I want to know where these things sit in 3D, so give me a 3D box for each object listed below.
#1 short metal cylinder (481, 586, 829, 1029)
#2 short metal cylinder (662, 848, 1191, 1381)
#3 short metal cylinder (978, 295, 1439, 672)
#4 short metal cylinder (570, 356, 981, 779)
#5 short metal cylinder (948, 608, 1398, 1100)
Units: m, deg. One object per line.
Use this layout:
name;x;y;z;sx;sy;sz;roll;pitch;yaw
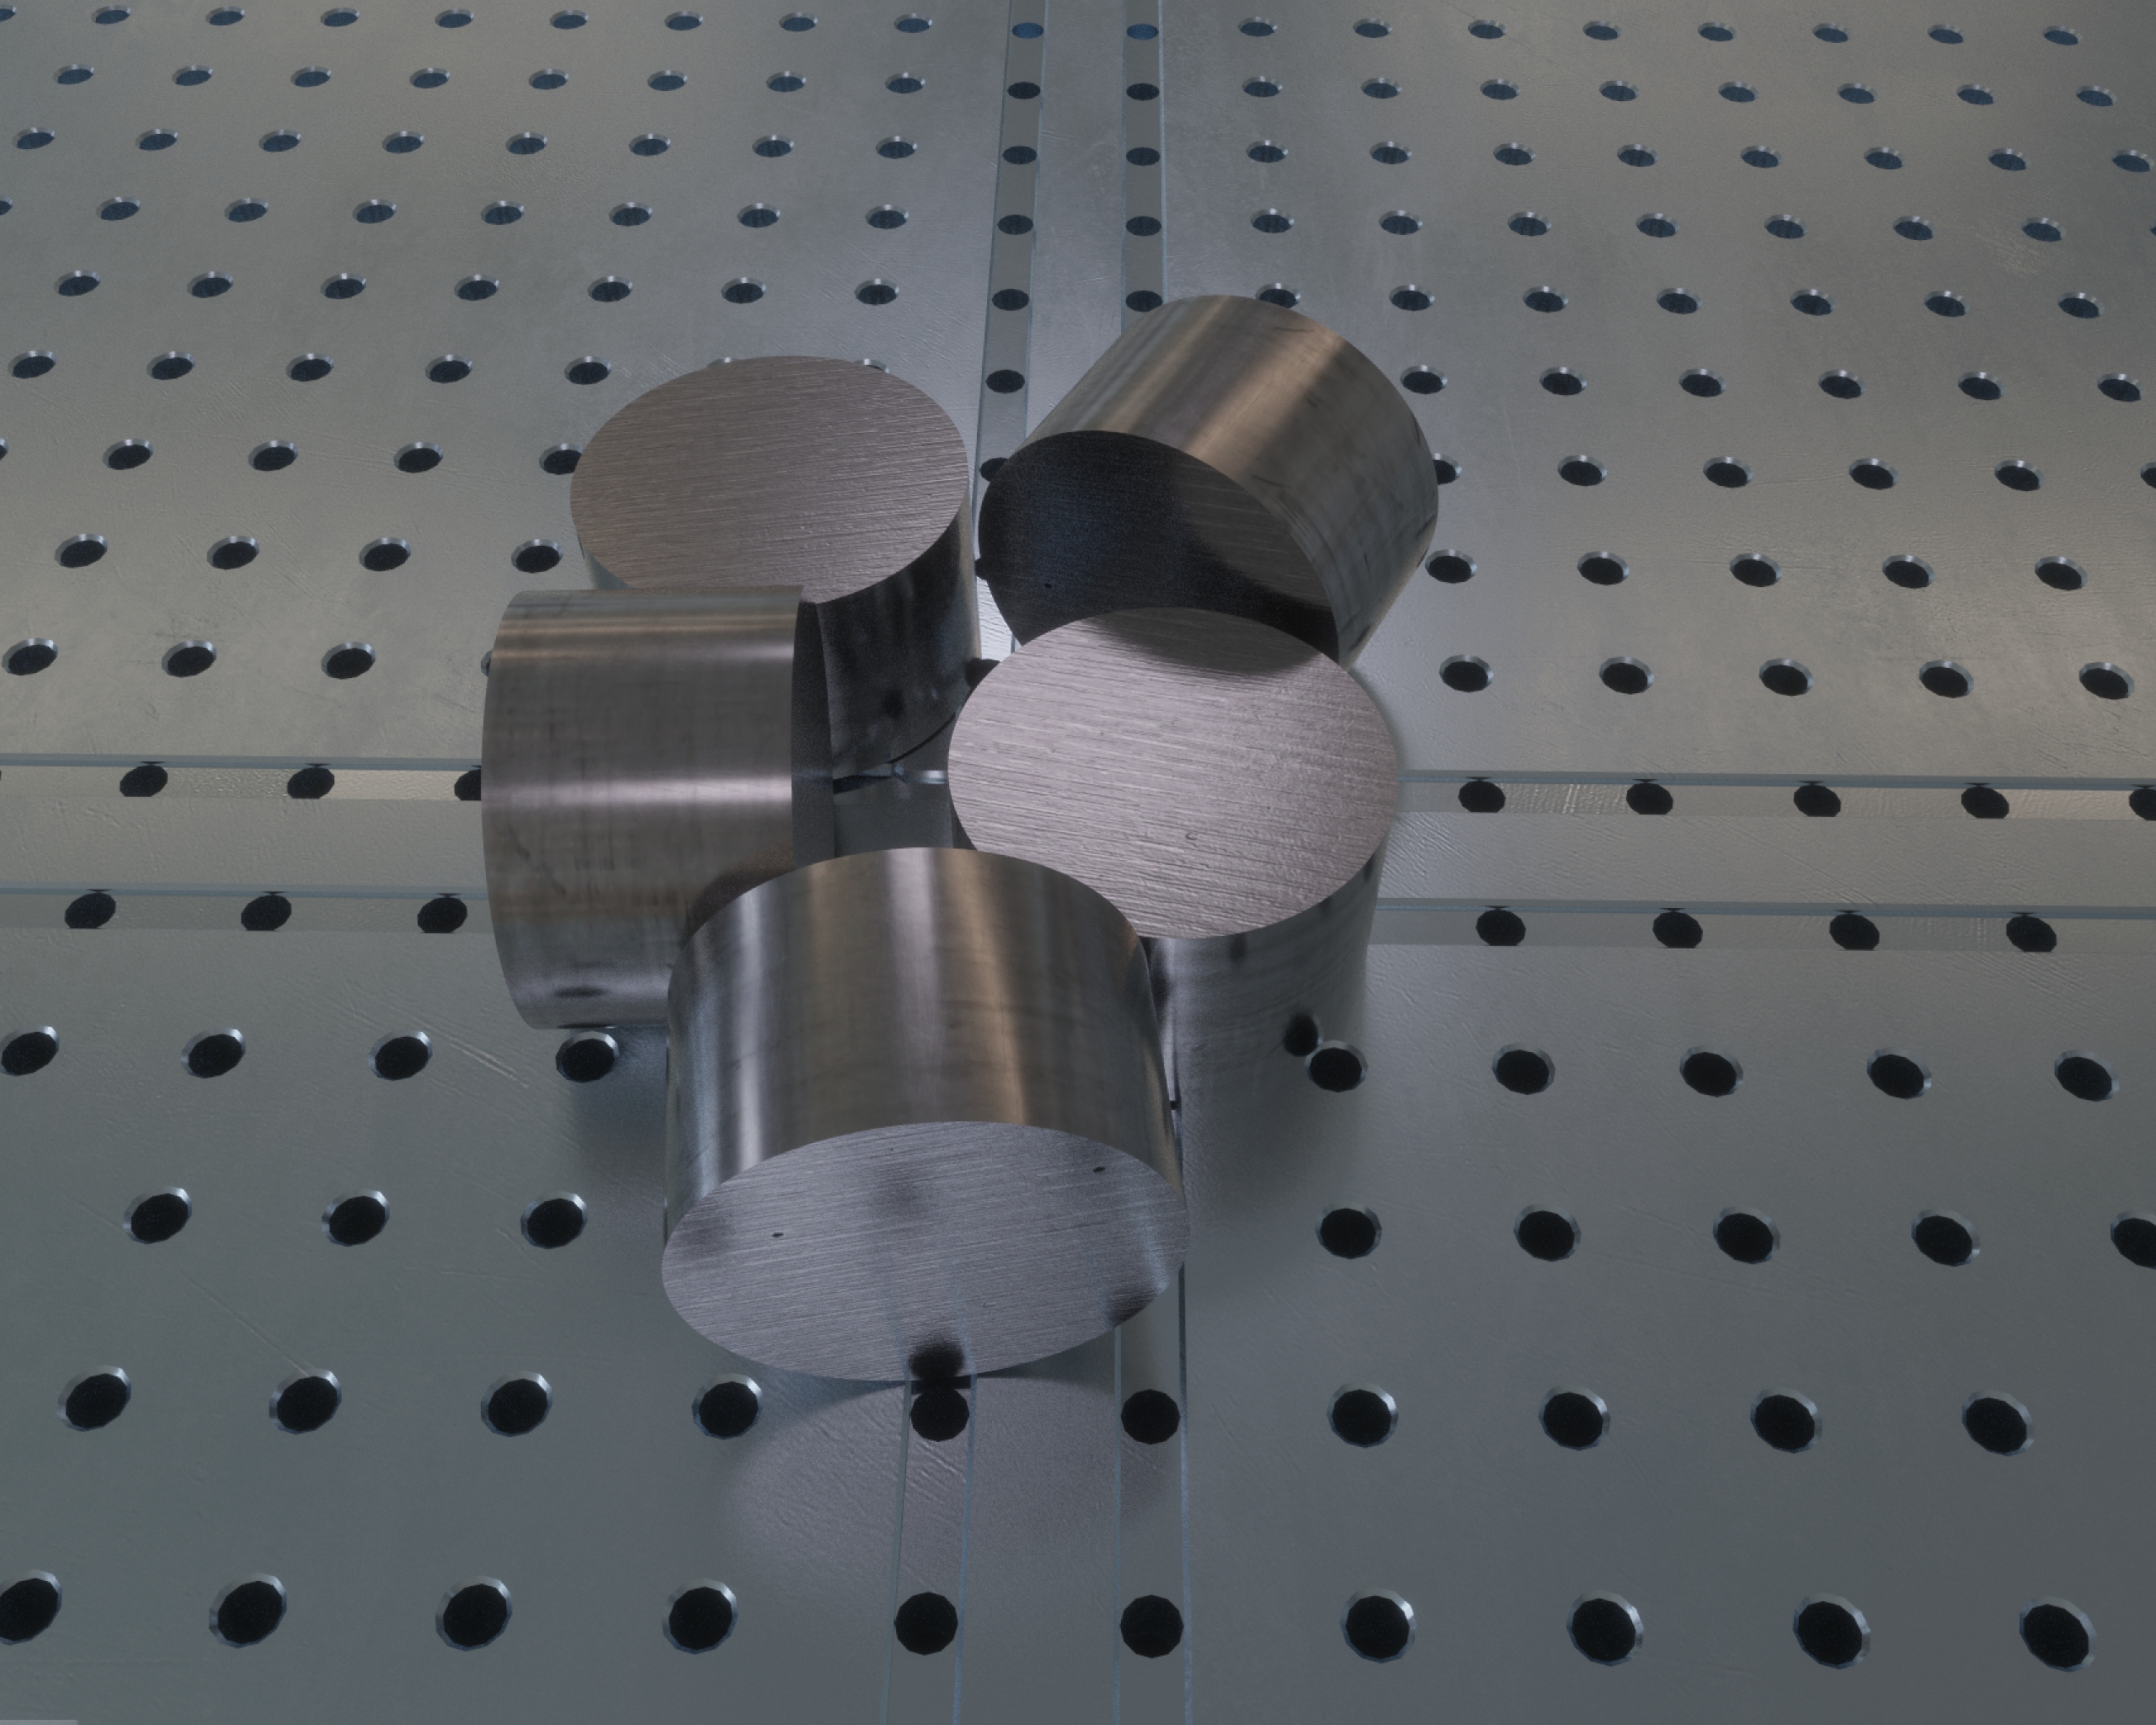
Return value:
short metal cylinder;-0.073;-0.010;0.381;0.050;0.080;0.080;-1;50;-2
short metal cylinder;-0.025;0.042;0.335;0.081;0.080;0.050;-5;51;-4
short metal cylinder;0.027;-0.068;0.429;0.080;0.080;0.050;23;53;18
short metal cylinder;-0.062;-0.063;0.443;0.080;0.050;0.080;0;50;1
short metal cylinder;0.017;-0.002;0.393;0.081;0.050;0.080;1;50;0
